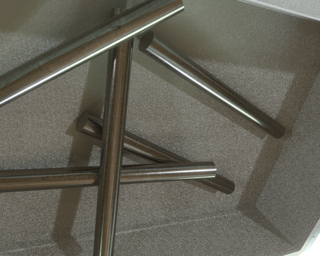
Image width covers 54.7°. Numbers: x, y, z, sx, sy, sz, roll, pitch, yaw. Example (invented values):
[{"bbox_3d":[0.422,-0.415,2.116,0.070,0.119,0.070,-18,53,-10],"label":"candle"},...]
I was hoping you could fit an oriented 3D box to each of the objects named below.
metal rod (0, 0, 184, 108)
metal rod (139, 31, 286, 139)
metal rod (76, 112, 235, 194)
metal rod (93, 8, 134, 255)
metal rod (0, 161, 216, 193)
[{"bbox_3d":[-0.115,-0.052,0.292,0.301,0.025,0.025,-29,129,-2],"label":"metal rod"},{"bbox_3d":[0.093,-0.045,0.433,0.301,0.025,0.025,25,104,-37],"label":"metal rod"},{"bbox_3d":[0.015,0.048,0.448,0.301,0.025,0.025,28,103,-38],"label":"metal rod"},{"bbox_3d":[-0.054,0.023,0.353,0.025,0.025,0.298,-1,107,-28],"label":"metal rod"},{"bbox_3d":[-0.066,0.060,0.390,0.303,0.025,0.025,0,119,-22],"label":"metal rod"}]
